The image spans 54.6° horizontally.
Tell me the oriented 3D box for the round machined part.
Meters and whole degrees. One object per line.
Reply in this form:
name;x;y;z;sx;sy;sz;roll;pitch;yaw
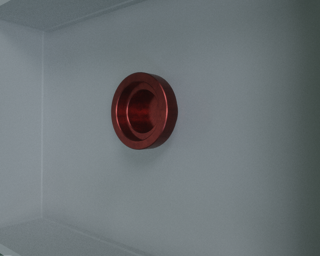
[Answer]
round machined part;-0.016;-0.021;0.406;0.098;0.042;0.097;0;90;40
